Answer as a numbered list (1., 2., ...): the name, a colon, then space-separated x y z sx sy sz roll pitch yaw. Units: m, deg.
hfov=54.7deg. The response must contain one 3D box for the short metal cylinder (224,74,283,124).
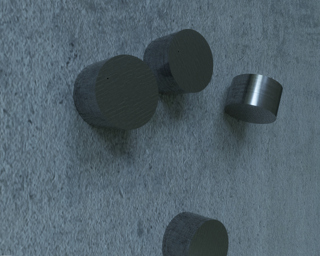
1. short metal cylinder: 0.148 -0.045 0.493 0.080 0.080 0.050 28 73 -37

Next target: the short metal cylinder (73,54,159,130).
1. short metal cylinder: -0.049 -0.038 0.347 0.081 0.050 0.080 0 90 -40

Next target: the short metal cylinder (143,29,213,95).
1. short metal cylinder: 0.025 -0.084 0.409 0.081 0.050 0.080 0 90 -40

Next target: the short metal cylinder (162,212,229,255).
1. short metal cylinder: 0.050 0.162 0.431 0.081 0.050 0.080 0 90 -40
